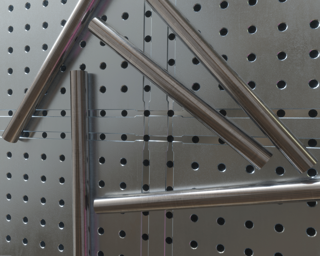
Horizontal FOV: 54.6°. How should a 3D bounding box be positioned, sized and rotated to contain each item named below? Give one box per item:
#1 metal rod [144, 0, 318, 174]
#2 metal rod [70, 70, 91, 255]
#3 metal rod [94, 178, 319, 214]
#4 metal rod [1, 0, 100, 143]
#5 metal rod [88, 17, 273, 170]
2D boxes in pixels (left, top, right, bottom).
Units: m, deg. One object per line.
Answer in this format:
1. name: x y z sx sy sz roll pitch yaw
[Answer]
1. metal rod: 0.077 -0.070 0.385 0.025 0.025 0.300 -42 77 15
2. metal rod: -0.116 0.067 0.454 0.025 0.025 0.298 -1 90 20
3. metal rod: 0.052 0.089 0.394 0.300 0.025 0.025 -9 87 19
4. metal rod: -0.159 -0.104 0.469 0.025 0.025 0.299 38 102 16
5. metal rod: 0.016 -0.054 0.407 0.300 0.025 0.025 41 103 15
